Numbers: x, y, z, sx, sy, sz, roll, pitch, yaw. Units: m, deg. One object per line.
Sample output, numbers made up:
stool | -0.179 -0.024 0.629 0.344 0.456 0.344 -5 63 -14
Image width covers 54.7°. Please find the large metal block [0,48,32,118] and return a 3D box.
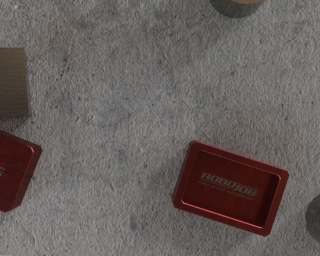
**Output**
large metal block | -0.207 -0.054 0.384 0.081 0.050 0.080 -5 90 -18

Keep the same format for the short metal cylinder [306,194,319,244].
short metal cylinder | 0.240 0.125 0.399 0.081 0.050 0.079 0 90 0

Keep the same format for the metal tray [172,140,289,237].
metal tray | 0.090 0.077 0.408 0.131 0.030 0.090 18 90 0

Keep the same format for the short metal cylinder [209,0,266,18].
short metal cylinder | 0.105 -0.189 0.398 0.081 0.050 0.079 0 90 0

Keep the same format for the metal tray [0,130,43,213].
metal tray | -0.235 0.044 0.405 0.131 0.030 0.090 22 90 0
